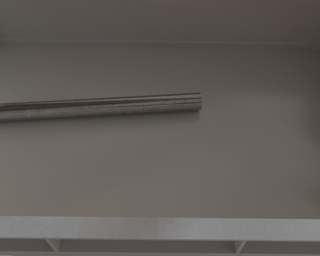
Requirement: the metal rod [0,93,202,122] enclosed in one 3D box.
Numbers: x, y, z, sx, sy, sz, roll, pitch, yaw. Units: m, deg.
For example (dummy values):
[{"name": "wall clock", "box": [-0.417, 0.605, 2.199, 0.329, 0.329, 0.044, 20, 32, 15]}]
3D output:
[{"name": "metal rod", "box": [-0.094, -0.028, 0.427, 0.302, 0.025, 0.025, -4, 50, -4]}]
